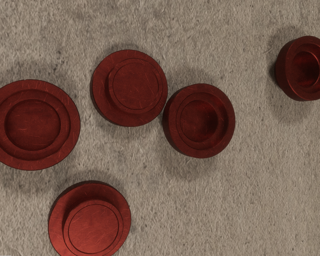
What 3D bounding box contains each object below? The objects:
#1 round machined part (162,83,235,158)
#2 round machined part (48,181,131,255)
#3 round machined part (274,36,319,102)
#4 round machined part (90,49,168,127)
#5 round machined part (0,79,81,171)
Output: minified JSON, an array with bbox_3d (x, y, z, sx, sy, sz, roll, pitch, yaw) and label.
[{"bbox_3d":[0.049,-0.009,0.419,0.099,0.042,0.097,0,90,-21],"label":"round machined part"},{"bbox_3d":[-0.082,0.115,0.371,0.099,0.042,0.097,0,90,-21],"label":"round machined part"},{"bbox_3d":[0.220,-0.090,0.483,0.099,0.042,0.097,0,90,-21],"label":"round machined part"},{"bbox_3d":[-0.035,-0.050,0.388,0.099,0.042,0.097,0,90,-21],"label":"round machined part"},{"bbox_3d":[-0.142,-0.003,0.348,0.099,0.042,0.097,0,90,-21],"label":"round machined part"}]
